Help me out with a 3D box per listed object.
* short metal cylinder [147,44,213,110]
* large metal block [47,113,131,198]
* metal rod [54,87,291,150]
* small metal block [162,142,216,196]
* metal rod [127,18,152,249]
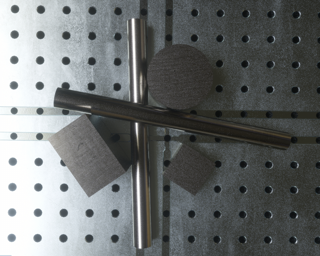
[{"bbox_3d":[0.024,-0.062,0.401,0.081,0.050,0.079,0,90,-1],"label":"short metal cylinder"},{"bbox_3d":[-0.082,0.030,0.384,0.050,0.080,0.080,-35,90,0],"label":"large metal block"},{"bbox_3d":[0.022,-0.009,0.395,0.302,0.025,0.025,11,90,-8],"label":"metal rod"},{"bbox_3d":[0.038,0.054,0.415,0.050,0.025,0.050,33,90,-1],"label":"small metal block"},{"bbox_3d":[-0.027,0.007,0.413,0.025,0.025,0.298,-2,90,-1],"label":"metal rod"}]
